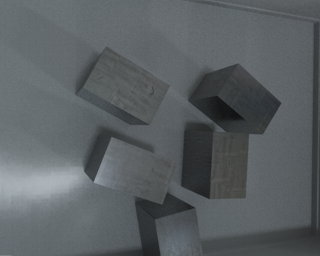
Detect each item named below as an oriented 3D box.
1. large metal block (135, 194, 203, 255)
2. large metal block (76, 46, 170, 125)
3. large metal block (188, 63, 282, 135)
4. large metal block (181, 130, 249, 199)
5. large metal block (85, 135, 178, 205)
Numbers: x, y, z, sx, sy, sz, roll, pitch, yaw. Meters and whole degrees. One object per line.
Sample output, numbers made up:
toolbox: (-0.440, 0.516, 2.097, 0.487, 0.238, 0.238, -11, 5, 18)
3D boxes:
large metal block: (0.010, 0.135, 0.386, 0.050, 0.080, 0.079, -10, 94, -20)
large metal block: (-0.047, -0.044, 0.365, 0.080, 0.080, 0.050, 29, 80, -18)
large metal block: (0.098, -0.035, 0.419, 0.080, 0.080, 0.050, 37, 78, -17)
large metal block: (0.070, 0.045, 0.409, 0.050, 0.080, 0.079, 4, 89, -20)
large metal block: (-0.038, 0.047, 0.368, 0.080, 0.080, 0.050, 23, 83, -19)
